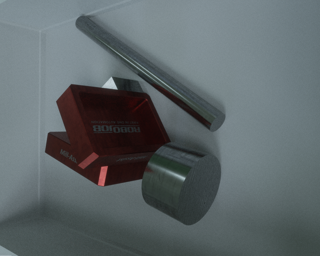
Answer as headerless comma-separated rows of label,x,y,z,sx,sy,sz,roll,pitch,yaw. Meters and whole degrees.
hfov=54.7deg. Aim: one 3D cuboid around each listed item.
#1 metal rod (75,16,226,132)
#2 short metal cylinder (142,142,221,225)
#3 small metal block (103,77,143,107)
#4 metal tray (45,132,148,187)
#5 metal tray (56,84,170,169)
metal rod,-0.031,-0.089,0.430,0.300,0.025,0.025,41,115,32
short metal cylinder,0.026,0.061,0.348,0.050,0.081,0.079,18,101,38
small metal block,-0.059,-0.044,0.437,0.050,0.050,0.025,-40,66,32
metal tray,-0.086,0.037,0.432,0.130,0.091,0.030,20,103,38
metal tray,-0.050,-0.003,0.378,0.030,0.131,0.090,-38,67,34
